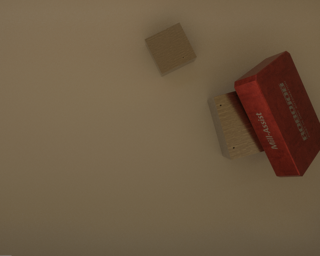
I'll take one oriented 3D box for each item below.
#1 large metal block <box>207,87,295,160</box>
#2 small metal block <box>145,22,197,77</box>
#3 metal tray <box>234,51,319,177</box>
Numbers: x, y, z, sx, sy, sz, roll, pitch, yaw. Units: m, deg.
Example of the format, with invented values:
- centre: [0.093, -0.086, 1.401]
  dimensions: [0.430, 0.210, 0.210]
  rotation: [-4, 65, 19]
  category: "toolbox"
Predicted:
- centre: [0.114, -0.010, 0.400]
  dimensions: [0.080, 0.050, 0.080]
  rotation: [-15, 90, -1]
  category: "large metal block"
- centre: [0.014, -0.103, 0.412]
  dimensions: [0.050, 0.025, 0.050]
  rotation: [-26, 90, -1]
  category: "small metal block"
- centre: [0.150, -0.017, 0.376]
  dimensions: [0.091, 0.030, 0.130]
  rotation: [-36, 103, -37]
  category: "metal tray"
